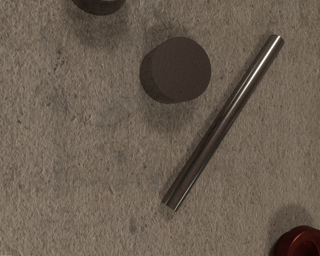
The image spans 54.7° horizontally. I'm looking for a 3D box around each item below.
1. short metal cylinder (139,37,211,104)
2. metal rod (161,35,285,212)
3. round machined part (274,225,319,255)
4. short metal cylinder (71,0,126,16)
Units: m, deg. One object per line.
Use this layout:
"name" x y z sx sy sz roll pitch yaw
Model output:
"short metal cylinder" 0.019 -0.073 0.404 0.081 0.050 0.079 0 90 -21
"metal rod" 0.096 -0.015 0.445 0.025 0.025 0.300 39 77 -16
"round machined part" 0.220 0.201 0.484 0.099 0.042 0.097 0 90 -21
"short metal cylinder" -0.071 -0.182 0.370 0.081 0.050 0.079 0 90 -21
